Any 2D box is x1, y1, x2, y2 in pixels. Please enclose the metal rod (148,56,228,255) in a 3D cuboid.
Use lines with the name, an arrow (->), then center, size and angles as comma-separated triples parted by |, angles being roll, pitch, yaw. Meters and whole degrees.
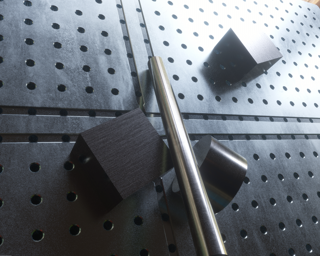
metal rod -> 0.019, 0.006, 0.359 | 0.025, 0.025, 0.300 | 11, 40, -23

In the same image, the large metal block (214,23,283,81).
large metal block -> 0.161, -0.139, 0.564 | 0.081, 0.050, 0.080 | -21, 73, -36

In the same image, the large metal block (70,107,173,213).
large metal block -> -0.040, 0.034, 0.350 | 0.081, 0.050, 0.080 | -27, 77, -37

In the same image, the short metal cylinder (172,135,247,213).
short metal cylinder -> 0.058, 0.055, 0.370 | 0.050, 0.080, 0.080 | 33, 51, -7
